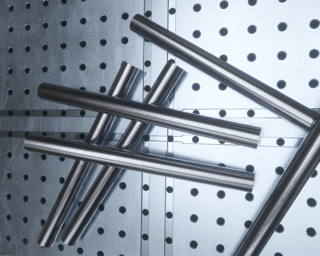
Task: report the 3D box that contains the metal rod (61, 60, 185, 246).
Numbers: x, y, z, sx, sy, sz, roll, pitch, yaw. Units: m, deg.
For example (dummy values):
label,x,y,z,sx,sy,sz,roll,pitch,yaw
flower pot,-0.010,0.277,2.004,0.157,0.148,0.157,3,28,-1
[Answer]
label,x,y,z,sx,sy,sz,roll,pitch,yaw
metal rod,-0.057,0.042,0.433,0.025,0.025,0.299,36,101,16

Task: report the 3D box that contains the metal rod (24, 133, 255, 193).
label,x,y,z,sx,sy,sz,roll,pitch,yaw
metal rod,-0.034,0.043,0.401,0.301,0.025,0.025,9,93,11

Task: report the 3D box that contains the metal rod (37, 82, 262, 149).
label,x,y,z,sx,sy,sz,roll,pitch,yaw
metal rod,-0.028,-0.021,0.395,0.301,0.025,0.025,13,95,19

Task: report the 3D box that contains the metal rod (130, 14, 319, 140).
label,x,y,z,sx,sy,sz,roll,pitch,yaw
metal rod,0.086,-0.064,0.382,0.300,0.025,0.025,34,101,16

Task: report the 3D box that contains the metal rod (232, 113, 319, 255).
label,x,y,z,sx,sy,sz,roll,pitch,yaw
metal rod,0.147,0.056,0.341,0.025,0.025,0.298,30,107,17

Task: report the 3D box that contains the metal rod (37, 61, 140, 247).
label,x,y,z,sx,sy,sz,roll,pitch,yaw
metal rod,-0.107,0.044,0.451,0.025,0.025,0.299,31,100,17
